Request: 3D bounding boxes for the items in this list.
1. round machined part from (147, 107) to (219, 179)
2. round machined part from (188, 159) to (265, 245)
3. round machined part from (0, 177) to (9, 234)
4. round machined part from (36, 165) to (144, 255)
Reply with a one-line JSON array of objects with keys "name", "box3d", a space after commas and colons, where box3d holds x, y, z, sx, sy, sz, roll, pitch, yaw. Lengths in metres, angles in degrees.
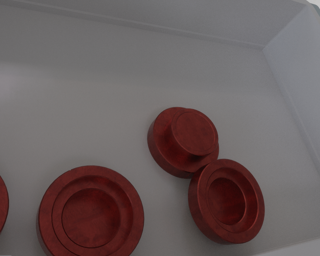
[{"name": "round machined part", "box3d": [0.037, 0.013, 0.406, 0.099, 0.042, 0.098, 14, 56, -21]}, {"name": "round machined part", "box3d": [0.075, 0.090, 0.375, 0.099, 0.042, 0.098, 13, 62, -25]}, {"name": "round machined part", "box3d": [-0.180, 0.071, 0.253, 0.099, 0.042, 0.098, 15, 55, -22]}, {"name": "round machined part", "box3d": [-0.069, 0.089, 0.303, 0.099, 0.042, 0.098, 14, 56, -21]}]
